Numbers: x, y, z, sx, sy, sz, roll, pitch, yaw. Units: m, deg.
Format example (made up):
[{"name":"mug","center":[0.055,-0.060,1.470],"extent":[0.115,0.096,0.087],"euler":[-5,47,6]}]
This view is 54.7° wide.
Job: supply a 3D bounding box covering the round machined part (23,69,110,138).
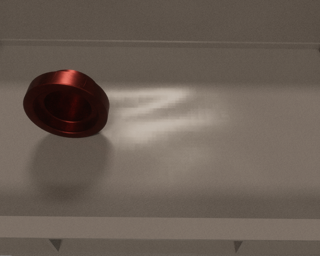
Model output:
[{"name":"round machined part","center":[-0.112,-0.033,0.384],"extent":[0.099,0.097,0.042],"euler":[1,50,0]}]
